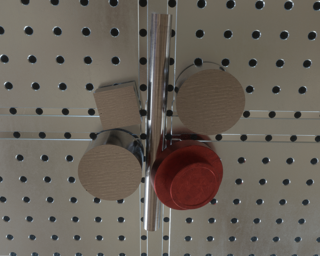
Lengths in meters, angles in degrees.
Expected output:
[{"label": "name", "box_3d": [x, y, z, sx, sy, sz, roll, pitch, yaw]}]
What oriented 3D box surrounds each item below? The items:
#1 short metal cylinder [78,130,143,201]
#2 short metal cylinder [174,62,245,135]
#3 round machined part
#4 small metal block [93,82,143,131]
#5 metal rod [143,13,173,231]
[{"label": "short metal cylinder", "box_3d": [-0.063, 0.049, 0.413, 0.081, 0.050, 0.079, 0, 110, 0]}, {"label": "short metal cylinder", "box_3d": [0.059, -0.037, 0.382, 0.081, 0.050, 0.079, 0, 110, 0]}, {"label": "round machined part", "box_3d": [0.040, 0.069, 0.413, 0.099, 0.042, 0.097, -6, 110, -15]}, {"label": "small metal block", "box_3d": [-0.053, -0.028, 0.398, 0.050, 0.025, 0.050, -11, 110, 3]}, {"label": "metal rod", "box_3d": [-0.005, 0.007, 0.411, 0.025, 0.025, 0.298, 3, 110, -1]}]
